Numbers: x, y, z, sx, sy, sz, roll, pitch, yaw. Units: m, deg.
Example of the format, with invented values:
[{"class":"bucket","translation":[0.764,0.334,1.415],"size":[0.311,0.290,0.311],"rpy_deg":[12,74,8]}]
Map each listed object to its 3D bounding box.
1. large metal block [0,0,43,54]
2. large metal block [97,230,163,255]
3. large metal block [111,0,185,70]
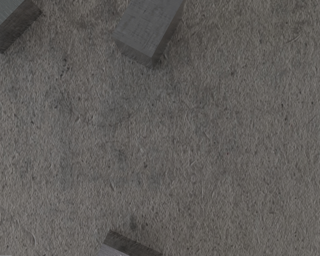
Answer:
[{"class":"large metal block","translation":[-0.215,-0.156,0.396],"size":[0.080,0.050,0.080],"rpy_deg":[44,90,0]},{"class":"large metal block","translation":[-0.049,0.191,0.397],"size":[0.080,0.050,0.080],"rpy_deg":[25,90,0]},{"class":"large metal block","translation":[-0.012,-0.125,0.382],"size":[0.050,0.080,0.080],"rpy_deg":[29,90,0]}]
